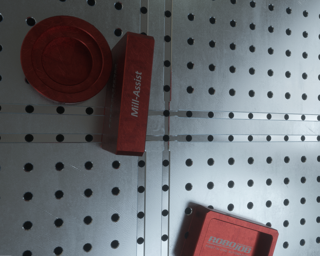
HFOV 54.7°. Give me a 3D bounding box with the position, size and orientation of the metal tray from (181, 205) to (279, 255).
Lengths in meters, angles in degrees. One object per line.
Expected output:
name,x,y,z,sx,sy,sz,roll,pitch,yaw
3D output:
metal tray,0.102,0.174,0.449,0.131,0.030,0.090,21,83,-19

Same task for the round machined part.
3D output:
round machined part,-0.109,-0.076,0.364,0.099,0.042,0.097,0,90,-21

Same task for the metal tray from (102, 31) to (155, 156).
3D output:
metal tray,-0.040,-0.036,0.363,0.030,0.090,0.129,6,88,-20
